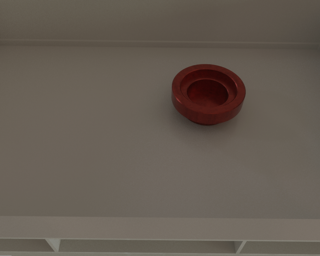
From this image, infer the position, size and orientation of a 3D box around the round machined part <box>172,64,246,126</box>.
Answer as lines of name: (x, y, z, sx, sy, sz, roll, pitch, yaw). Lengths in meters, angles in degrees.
round machined part: (0.065, -0.042, 0.430, 0.099, 0.042, 0.098, 0, 50, 0)
